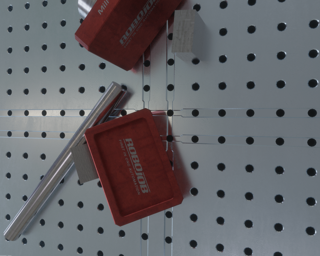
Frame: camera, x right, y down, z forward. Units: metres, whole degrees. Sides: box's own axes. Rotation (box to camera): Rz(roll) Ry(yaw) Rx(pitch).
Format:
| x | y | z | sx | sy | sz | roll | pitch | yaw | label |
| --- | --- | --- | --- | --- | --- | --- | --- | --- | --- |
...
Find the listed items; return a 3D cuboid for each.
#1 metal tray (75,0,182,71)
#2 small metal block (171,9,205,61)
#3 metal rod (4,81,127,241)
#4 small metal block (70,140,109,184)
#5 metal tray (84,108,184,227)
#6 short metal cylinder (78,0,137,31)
| x | y | z | sx | sy | sz | roll | pitch | yaw | label |
| --- | --- | --- | --- | --- | --- | --- | --- | --- | --- |
| -0.034 | -0.142 | 0.386 | 0.030 | 0.090 | 0.130 | 44 | 103 | 26 | metal tray |
| 0.036 | -0.114 | 0.387 | 0.025 | 0.050 | 0.050 | 5 | 92 | 20 | small metal block |
| -0.147 | 0.057 | 0.464 | 0.025 | 0.025 | 0.299 | 42 | 103 | 15 | metal rod |
| -0.093 | 0.046 | 0.432 | 0.050 | 0.025 | 0.050 | -16 | 83 | -17 | small metal block |
| -0.034 | 0.050 | 0.405 | 0.090 | 0.030 | 0.129 | -20 | 83 | -3 | metal tray |
| -0.058 | -0.159 | 0.404 | 0.050 | 0.080 | 0.080 | 41 | 103 | 15 | short metal cylinder |
